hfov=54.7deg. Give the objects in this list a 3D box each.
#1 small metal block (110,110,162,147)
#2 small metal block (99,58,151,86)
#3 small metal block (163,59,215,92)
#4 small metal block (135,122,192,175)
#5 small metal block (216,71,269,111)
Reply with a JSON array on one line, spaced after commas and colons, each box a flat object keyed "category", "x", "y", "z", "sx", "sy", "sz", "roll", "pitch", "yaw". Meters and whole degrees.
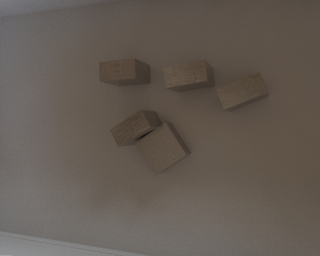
[{"category": "small metal block", "x": -0.029, "y": 0.000, "z": 0.407, "sx": 0.050, "sy": 0.050, "sz": 0.025, "roll": -31, "pitch": 80, "yaw": 17}, {"category": "small metal block", "x": -0.046, "y": -0.073, "z": 0.413, "sx": 0.050, "sy": 0.050, "sz": 0.025, "roll": -2, "pitch": 90, "yaw": 20}, {"category": "small metal block", "x": 0.037, "y": -0.063, "z": 0.384, "sx": 0.050, "sy": 0.050, "sz": 0.025, "roll": -8, "pitch": 88, "yaw": 20}, {"category": "small metal block", "x": 0.005, "y": 0.027, "z": 0.409, "sx": 0.050, "sy": 0.025, "sz": 0.050, "roll": -36, "pitch": 79, "yaw": 16}, {"category": "small metal block", "x": 0.098, "y": -0.041, "z": 0.363, "sx": 0.050, "sy": 0.050, "sz": 0.025, "roll": -22, "pitch": 83, "yaw": 18}]
